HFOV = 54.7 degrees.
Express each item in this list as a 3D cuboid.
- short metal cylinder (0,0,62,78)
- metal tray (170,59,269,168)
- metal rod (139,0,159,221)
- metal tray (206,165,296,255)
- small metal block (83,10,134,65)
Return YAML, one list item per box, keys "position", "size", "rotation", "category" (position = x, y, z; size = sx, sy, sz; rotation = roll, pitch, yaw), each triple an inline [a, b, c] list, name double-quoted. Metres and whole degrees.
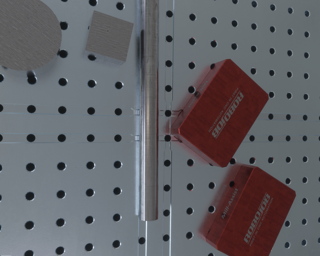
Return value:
- position: [-0.152, -0.099, 0.343]
  size: [0.081, 0.050, 0.079]
  rotation: [0, 90, -20]
  category: "short metal cylinder"
- position: [0.087, -0.021, 0.442]
  size: [0.090, 0.030, 0.130]
  rotation: [38, 78, -16]
  category: "metal tray"
- position: [-0.014, -0.030, 0.407]
  size: [0.025, 0.025, 0.298]
  rotation: [0, 90, -20]
  category: "metal rod"
- position: [0.137, 0.132, 0.461]
  size: [0.090, 0.030, 0.130]
  rotation: [32, 79, -17]
  category: "metal tray"
- position: [-0.065, -0.112, 0.389]
  size: [0.050, 0.025, 0.050]
  rotation: [13, 86, -20]
  category: "small metal block"
